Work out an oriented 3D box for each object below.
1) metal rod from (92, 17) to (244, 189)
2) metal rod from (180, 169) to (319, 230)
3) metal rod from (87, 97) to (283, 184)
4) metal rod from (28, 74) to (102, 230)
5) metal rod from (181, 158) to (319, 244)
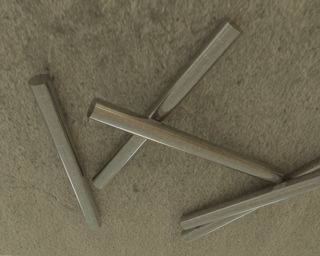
[{"bbox_3d":[-0.008,-0.011,0.397,0.025,0.025,0.298,27,125,-22],"label":"metal rod"},{"bbox_3d":[0.159,0.108,0.480,0.299,0.025,0.025,-28,125,29],"label":"metal rod"},{"bbox_3d":[0.052,0.026,0.406,0.302,0.025,0.025,21,127,-26],"label":"metal rod"},{"bbox_3d":[-0.127,0.057,0.454,0.025,0.025,0.298,-4,130,3],"label":"metal rod"},{"bbox_3d":[0.154,0.124,0.514,0.025,0.025,0.299,37,121,-28],"label":"metal rod"}]
